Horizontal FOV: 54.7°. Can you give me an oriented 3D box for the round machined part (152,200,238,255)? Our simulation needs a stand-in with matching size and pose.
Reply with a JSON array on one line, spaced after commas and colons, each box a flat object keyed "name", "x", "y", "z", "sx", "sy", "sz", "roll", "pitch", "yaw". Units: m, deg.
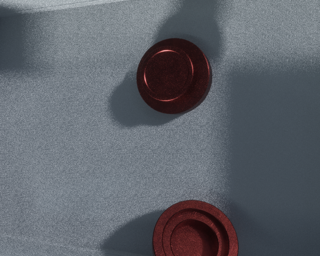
[{"name": "round machined part", "x": 0.039, "y": 0.140, "z": 0.370, "sx": 0.099, "sy": 0.042, "sz": 0.098, "roll": 2, "pitch": 54, "yaw": -3}]

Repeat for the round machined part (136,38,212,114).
[{"name": "round machined part", "x": 0.014, "y": -0.067, "z": 0.396, "sx": 0.098, "sy": 0.042, "sz": 0.097, "roll": 0, "pitch": 90, "yaw": 20}]
